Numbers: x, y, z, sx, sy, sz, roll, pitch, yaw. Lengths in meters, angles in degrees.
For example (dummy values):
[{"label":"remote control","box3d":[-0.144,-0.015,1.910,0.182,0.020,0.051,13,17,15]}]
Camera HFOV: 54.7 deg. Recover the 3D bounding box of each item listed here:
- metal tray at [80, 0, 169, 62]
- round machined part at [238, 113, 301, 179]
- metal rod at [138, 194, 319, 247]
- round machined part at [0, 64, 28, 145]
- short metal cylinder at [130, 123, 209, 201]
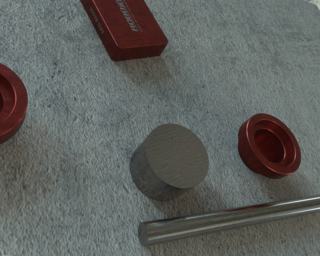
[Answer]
[{"label":"metal tray","box3d":[-0.056,-0.166,0.473,0.091,0.030,0.130,-17,71,-35]},{"label":"round machined part","box3d":[0.156,0.030,0.461,0.099,0.042,0.098,14,56,-21]},{"label":"metal rod","box3d":[0.115,0.113,0.398,0.303,0.025,0.025,0,62,-28]},{"label":"round machined part","box3d":[-0.186,-0.021,0.306,0.099,0.042,0.098,14,56,-21]},{"label":"short metal cylinder","box3d":[0.011,0.041,0.370,0.081,0.050,0.080,14,56,-21]}]
